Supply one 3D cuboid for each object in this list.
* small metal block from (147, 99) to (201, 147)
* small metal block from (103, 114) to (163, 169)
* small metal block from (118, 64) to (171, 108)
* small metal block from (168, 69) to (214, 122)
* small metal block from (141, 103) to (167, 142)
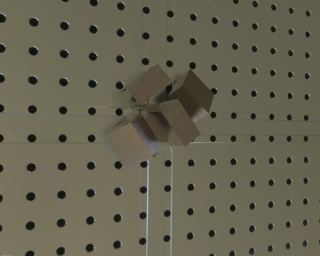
[{"bbox_3d":[0.016,-0.006,0.378,0.025,0.050,0.050,-38,103,-17],"label":"small metal block"},{"bbox_3d":[-0.034,0.017,0.384,0.050,0.050,0.025,58,36,-11],"label":"small metal block"},{"bbox_3d":[-0.021,-0.051,0.391,0.050,0.050,0.025,-43,104,-15],"label":"small metal block"},{"bbox_3d":[0.043,-0.044,0.414,0.050,0.025,0.050,44,36,-15],"label":"small metal block"},{"bbox_3d":[0.002,-0.006,0.413,0.050,0.025,0.050,1,90,-21],"label":"small metal block"}]
